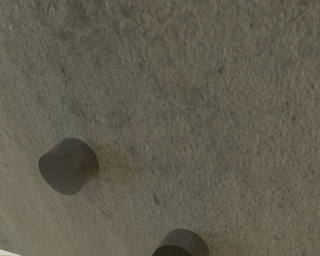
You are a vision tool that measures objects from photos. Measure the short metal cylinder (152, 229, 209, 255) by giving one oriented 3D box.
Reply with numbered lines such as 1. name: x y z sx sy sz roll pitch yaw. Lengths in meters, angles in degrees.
1. short metal cylinder: 0.032 0.208 0.486 0.080 0.050 0.079 4 102 21

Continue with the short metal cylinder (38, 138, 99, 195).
1. short metal cylinder: -0.148 0.063 0.505 0.080 0.050 0.079 13 124 20
